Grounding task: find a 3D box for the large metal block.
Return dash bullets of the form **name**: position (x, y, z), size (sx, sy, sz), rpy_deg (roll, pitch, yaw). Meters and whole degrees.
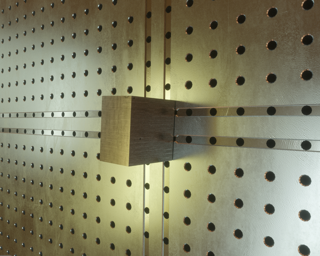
- **large metal block**: position (-0.027, 0.002, 0.393), size (0.050, 0.081, 0.079), rpy_deg (5, 93, 39)
